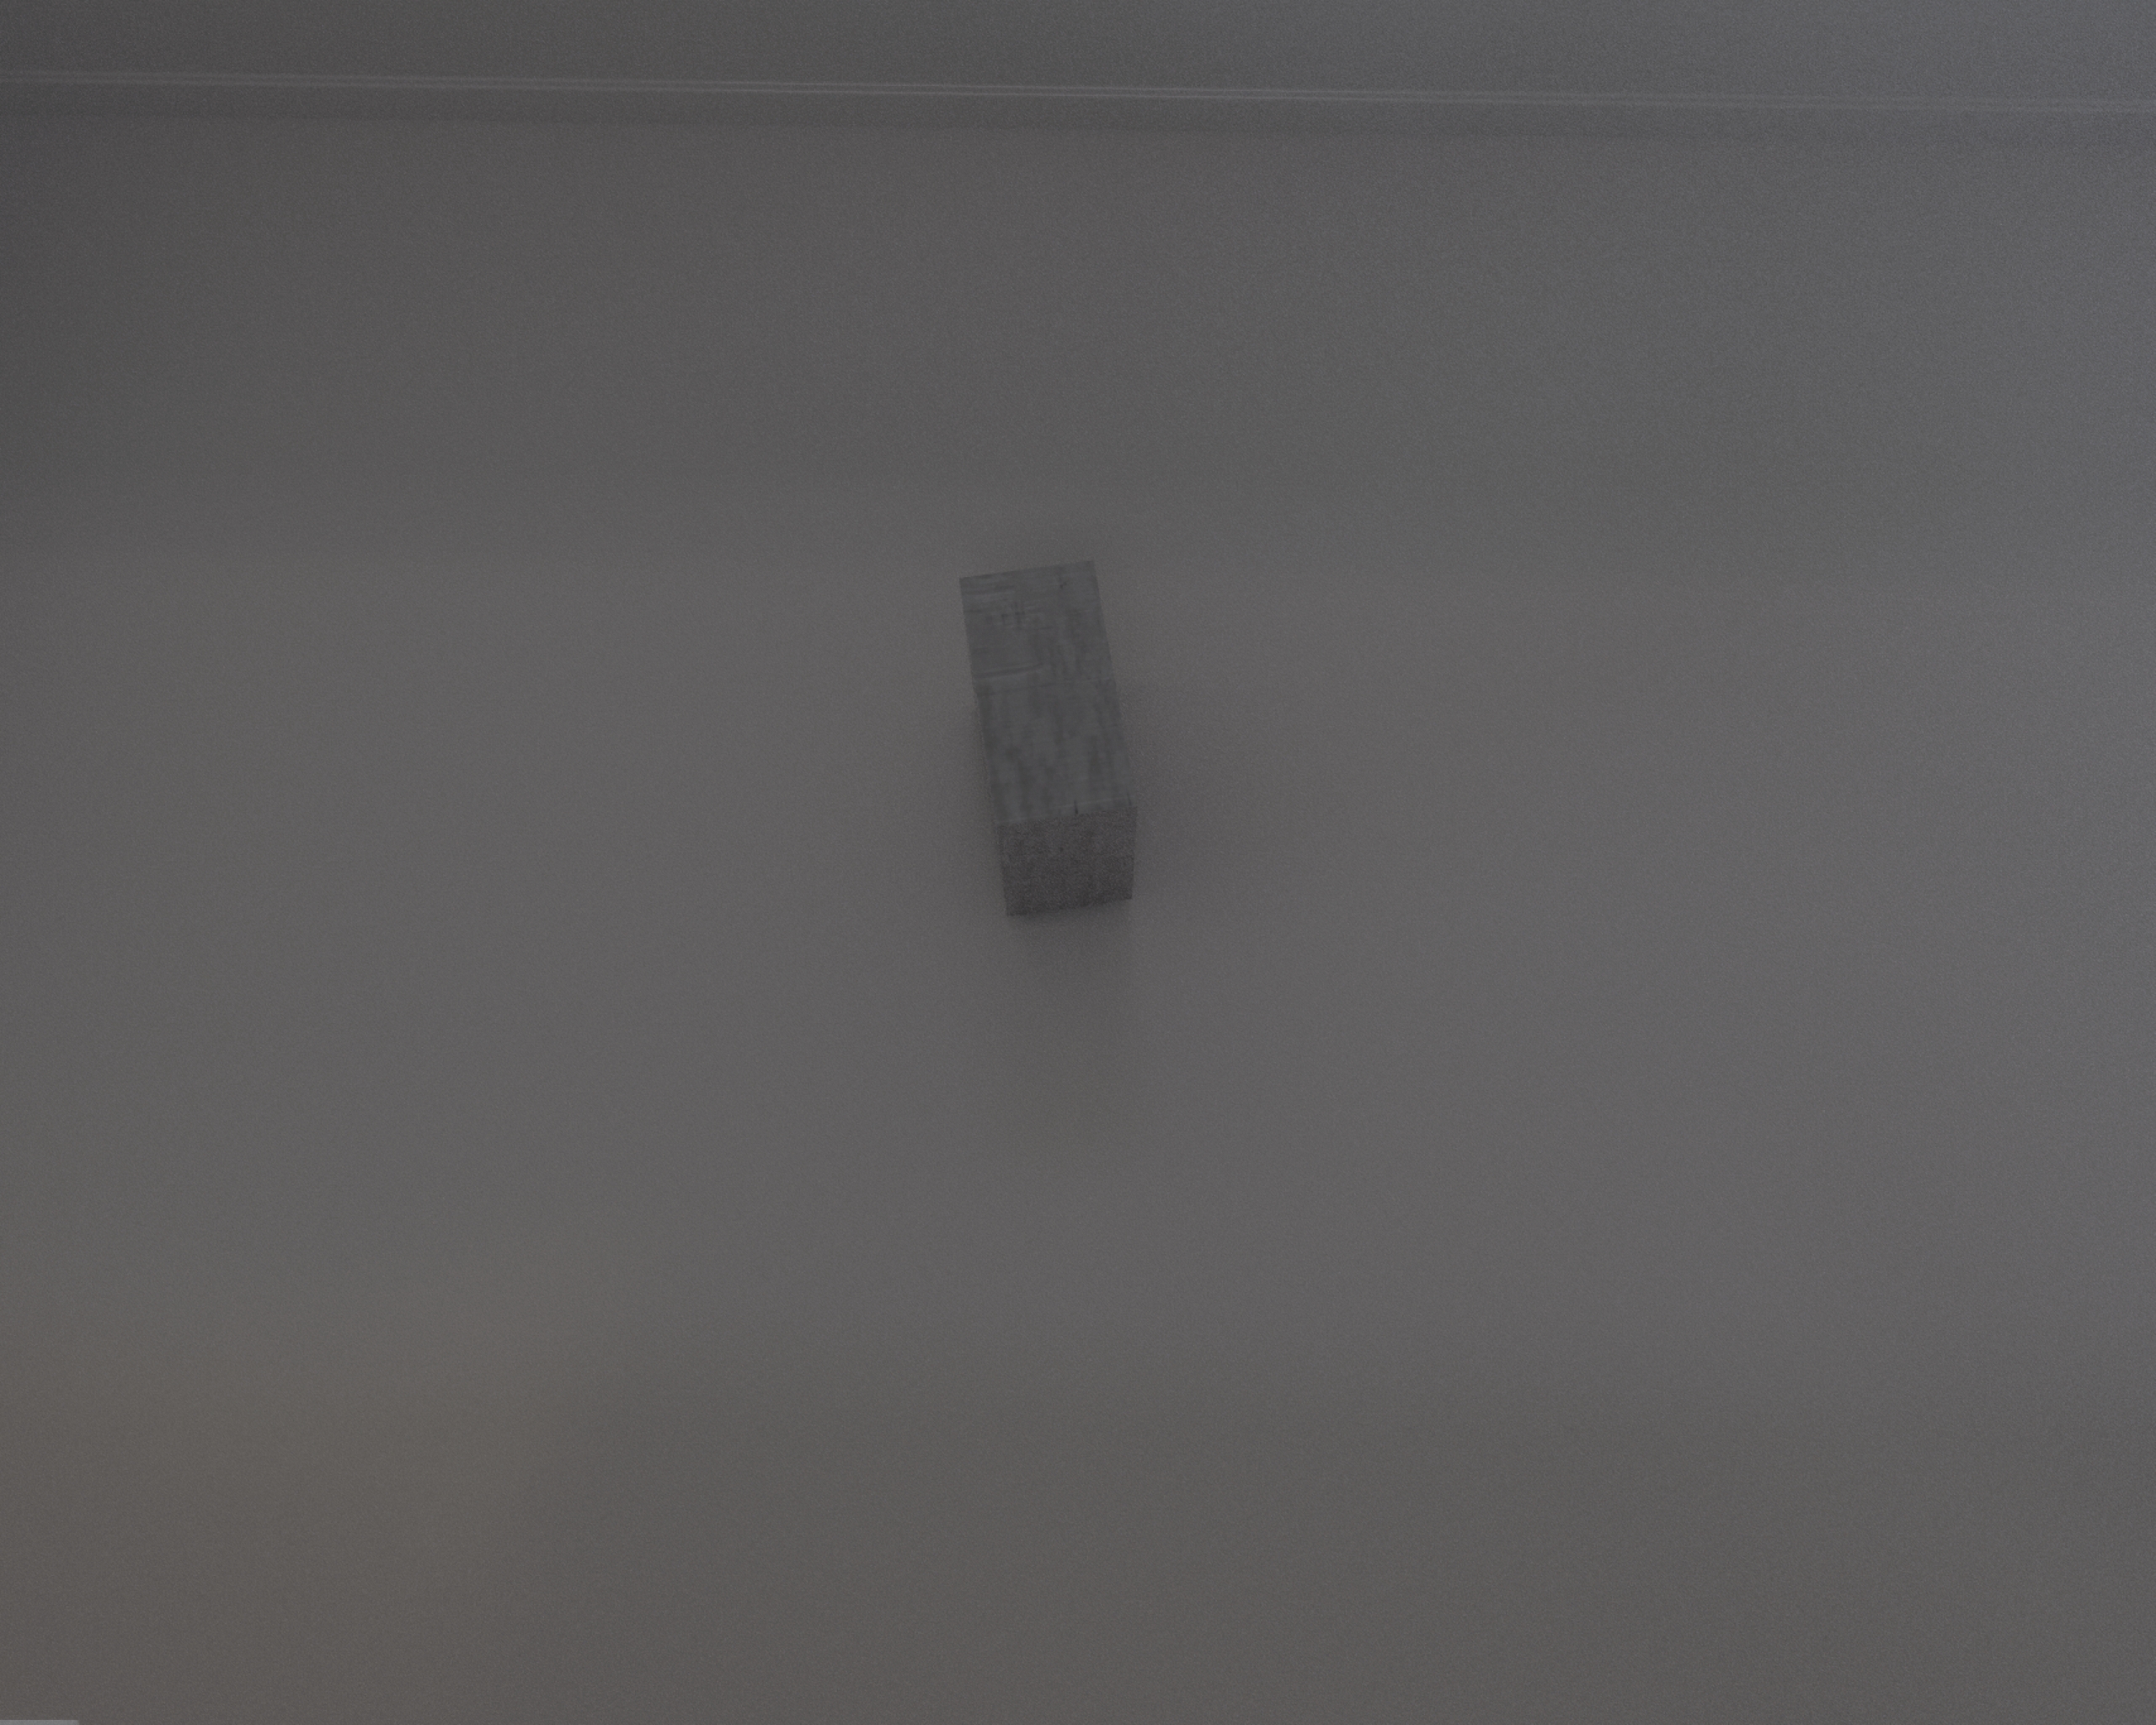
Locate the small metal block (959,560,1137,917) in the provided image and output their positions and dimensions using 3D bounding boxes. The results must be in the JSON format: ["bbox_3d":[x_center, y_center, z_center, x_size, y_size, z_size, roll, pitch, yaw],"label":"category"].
[{"bbox_3d":[-0.006,-0.023,0.401,0.025,0.050,0.050,-8,70,-3],"label":"small metal block"}]
